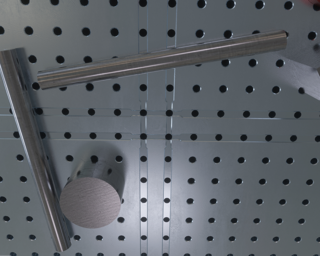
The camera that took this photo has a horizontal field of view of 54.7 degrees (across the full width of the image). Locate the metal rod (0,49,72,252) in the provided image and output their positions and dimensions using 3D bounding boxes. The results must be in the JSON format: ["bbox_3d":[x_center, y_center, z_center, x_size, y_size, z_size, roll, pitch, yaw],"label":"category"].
[{"bbox_3d":[-0.169,0.044,0.427,0.025,0.025,0.298,-7,110,2],"label":"metal rod"}]

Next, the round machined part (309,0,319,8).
[{"bbox_3d":[0.209,-0.182,0.339,0.099,0.042,0.097,0,110,0],"label":"round machined part"}]

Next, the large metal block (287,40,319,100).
[{"bbox_3d":[0.209,-0.075,0.359,0.080,0.080,0.050,-30,108,10],"label":"large metal block"}]

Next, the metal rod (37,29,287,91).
[{"bbox_3d":[0.000,-0.083,0.382,0.302,0.025,0.025,-9,110,3],"label":"metal rod"}]

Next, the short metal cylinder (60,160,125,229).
[{"bbox_3d":[-0.092,0.092,0.433,0.081,0.050,0.079,0,110,0],"label":"short metal cylinder"}]
